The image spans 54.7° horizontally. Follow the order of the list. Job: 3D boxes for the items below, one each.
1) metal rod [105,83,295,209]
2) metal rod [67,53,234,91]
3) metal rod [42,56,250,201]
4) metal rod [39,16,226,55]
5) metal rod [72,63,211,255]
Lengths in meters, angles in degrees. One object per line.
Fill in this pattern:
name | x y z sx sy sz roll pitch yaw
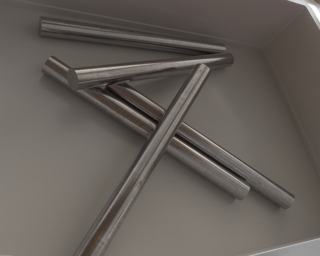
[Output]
metal rod | 0.058 0.023 0.424 0.301 0.025 0.025 33 51 -7
metal rod | 0.011 -0.087 0.446 0.302 0.025 0.025 -17 71 -41
metal rod | -0.013 0.004 0.397 0.301 0.025 0.025 33 51 -7
metal rod | -0.023 -0.135 0.476 0.303 0.025 0.025 -1 62 -29
metal rod | -0.009 0.028 0.358 0.025 0.025 0.301 36 59 -5
